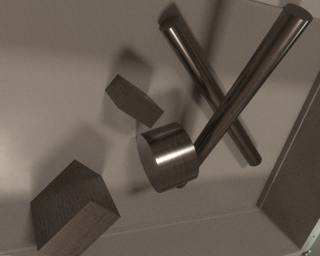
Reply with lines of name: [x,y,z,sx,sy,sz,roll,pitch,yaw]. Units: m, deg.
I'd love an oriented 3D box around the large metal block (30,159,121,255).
large metal block: [-0.106,0.099,0.378,0.080,0.080,0.050,-44,130,2]

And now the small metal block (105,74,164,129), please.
small metal block: [-0.030,-0.031,0.358,0.050,0.050,0.025,33,100,-39]

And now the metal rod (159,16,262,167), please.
metal rod: [0.087,-0.030,0.439,0.025,0.025,0.300,-42,130,0]

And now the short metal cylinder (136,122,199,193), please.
short metal cylinder: [0.008,0.038,0.403,0.050,0.080,0.079,-19,126,-18]

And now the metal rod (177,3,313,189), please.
metal rod: [0.073,-0.007,0.369,0.025,0.025,0.298,-6,145,-26]
